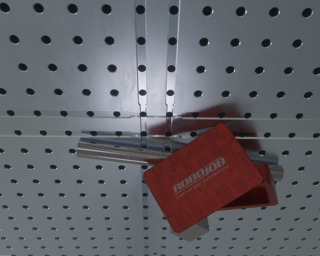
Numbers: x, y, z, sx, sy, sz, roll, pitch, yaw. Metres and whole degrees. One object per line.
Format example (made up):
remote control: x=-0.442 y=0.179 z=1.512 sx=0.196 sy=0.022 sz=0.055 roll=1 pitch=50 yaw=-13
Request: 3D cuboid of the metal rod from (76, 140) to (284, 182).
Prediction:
metal rod: x=0.034 y=0.049 z=0.453 sx=0.302 sy=0.025 sz=0.025 roll=8 pitch=130 yaw=-7

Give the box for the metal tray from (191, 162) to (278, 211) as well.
metal tray: x=0.101 y=0.092 z=0.462 sx=0.130 sy=0.030 sz=0.090 roll=-11 pitch=144 yaw=21

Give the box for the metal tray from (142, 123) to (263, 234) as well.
metal tray: x=0.054 y=0.065 z=0.406 sx=0.130 sy=0.090 sz=0.030 roll=-34 pitch=164 yaw=7

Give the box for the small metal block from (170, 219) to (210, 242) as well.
small metal block: x=0.053 y=0.179 z=0.565 sx=0.050 sy=0.025 sz=0.050 roll=33 pitch=122 yaw=-25
